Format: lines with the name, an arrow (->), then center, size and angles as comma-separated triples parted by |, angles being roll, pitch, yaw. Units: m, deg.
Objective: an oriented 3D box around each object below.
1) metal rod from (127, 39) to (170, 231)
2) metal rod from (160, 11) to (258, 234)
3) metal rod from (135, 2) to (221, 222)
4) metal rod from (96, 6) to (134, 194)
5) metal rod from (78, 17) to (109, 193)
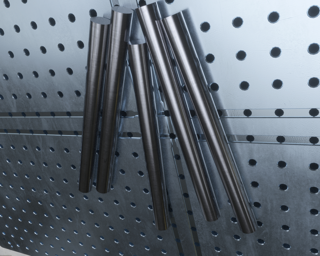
metal rod -> -0.011, 0.029, 0.435 | 0.025, 0.025, 0.298 | 8, 122, 24
metal rod -> 0.068, 0.009, 0.381 | 0.025, 0.025, 0.299 | -10, 113, 33
metal rod -> 0.030, -0.003, 0.394 | 0.025, 0.025, 0.299 | -5, 116, 31
metal rod -> -0.069, -0.016, 0.439 | 0.025, 0.025, 0.298 | 23, 127, 14
metal rod -> -0.101, -0.012, 0.457 | 0.025, 0.025, 0.298 | 24, 127, 13
